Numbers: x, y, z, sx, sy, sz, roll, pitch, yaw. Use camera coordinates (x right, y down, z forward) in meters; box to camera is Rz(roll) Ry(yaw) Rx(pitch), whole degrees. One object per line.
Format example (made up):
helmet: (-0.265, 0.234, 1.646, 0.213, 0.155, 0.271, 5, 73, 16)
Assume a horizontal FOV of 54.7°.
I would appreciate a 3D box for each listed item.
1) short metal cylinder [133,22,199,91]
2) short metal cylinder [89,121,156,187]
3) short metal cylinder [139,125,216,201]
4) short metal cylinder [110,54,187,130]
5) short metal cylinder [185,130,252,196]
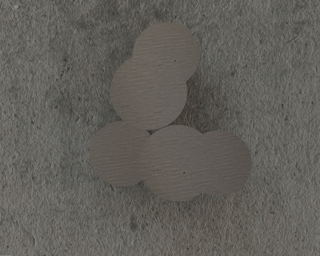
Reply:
short metal cylinder: (0.007, -0.088, 0.399, 0.081, 0.050, 0.080, 0, 90, 0)
short metal cylinder: (-0.045, 0.031, 0.398, 0.081, 0.050, 0.080, 0, 90, 0)
short metal cylinder: (0.018, 0.036, 0.348, 0.081, 0.050, 0.080, 0, 90, -1)
short metal cylinder: (-0.012, -0.038, 0.348, 0.080, 0.050, 0.080, 0, 90, 0)
short metal cylinder: (0.071, 0.042, 0.399, 0.081, 0.050, 0.080, 0, 90, 0)
